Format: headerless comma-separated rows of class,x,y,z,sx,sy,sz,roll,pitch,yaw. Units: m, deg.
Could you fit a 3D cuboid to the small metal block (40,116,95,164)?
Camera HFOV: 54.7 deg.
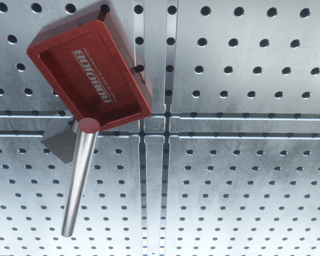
small metal block,-0.124,0.017,0.425,0.050,0.025,0.050,-23,127,18

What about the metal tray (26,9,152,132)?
metal tray,-0.074,-0.057,0.358,0.090,0.030,0.130,-17,128,14

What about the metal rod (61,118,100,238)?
metal rod,-0.127,0.094,0.467,0.025,0.025,0.298,13,136,-11
